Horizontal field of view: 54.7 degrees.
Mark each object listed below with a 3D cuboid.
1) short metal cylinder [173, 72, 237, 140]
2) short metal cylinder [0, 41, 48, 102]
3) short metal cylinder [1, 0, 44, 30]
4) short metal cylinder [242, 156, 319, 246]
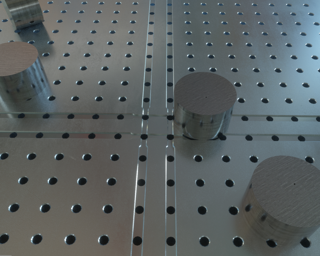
[{"bbox_3d":[0.058,-0.030,0.417,0.081,0.050,0.080,0,50,0],"label":"short metal cylinder"},{"bbox_3d":[-0.215,-0.084,0.460,0.081,0.050,0.080,0,50,0],"label":"short metal cylinder"},{"bbox_3d":[-0.252,-0.224,0.558,0.050,0.080,0.080,-26,55,-20],"label":"short metal cylinder"},{"bbox_3d":[0.132,0.076,0.328,0.081,0.050,0.080,0,50,0],"label":"short metal cylinder"}]
